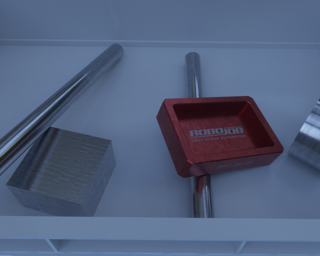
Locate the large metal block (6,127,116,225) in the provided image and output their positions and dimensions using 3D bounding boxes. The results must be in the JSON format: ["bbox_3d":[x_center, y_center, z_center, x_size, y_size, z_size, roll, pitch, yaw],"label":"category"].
[{"bbox_3d":[-0.104,0.051,0.345,0.080,0.050,0.080,12,51,9],"label":"large metal block"}]

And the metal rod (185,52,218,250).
[{"bbox_3d":[0.048,0.002,0.403,0.025,0.025,0.300,1,50,1],"label":"metal rod"}]

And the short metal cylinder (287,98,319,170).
[{"bbox_3d":[0.195,0.008,0.365,0.050,0.080,0.080,31,57,23],"label":"short metal cylinder"}]

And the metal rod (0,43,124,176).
[{"bbox_3d":[-0.114,-0.045,0.395,0.025,0.025,0.301,13,37,10],"label":"metal rod"}]

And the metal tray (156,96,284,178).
[{"bbox_3d":[0.071,0.006,0.371,0.131,0.030,0.090,-4,54,-24],"label":"metal tray"}]
